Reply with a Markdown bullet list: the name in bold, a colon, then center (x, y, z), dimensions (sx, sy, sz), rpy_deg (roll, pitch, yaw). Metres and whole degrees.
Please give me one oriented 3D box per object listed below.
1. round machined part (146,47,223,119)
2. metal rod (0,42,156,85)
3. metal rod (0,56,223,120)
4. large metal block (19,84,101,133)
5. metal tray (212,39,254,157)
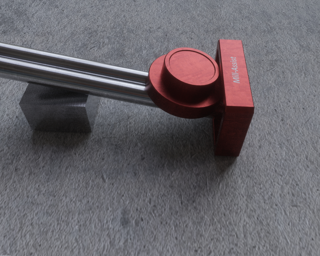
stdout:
- **round machined part**: center (0.035, -0.062, 0.383), dimensions (0.099, 0.042, 0.098), rpy_deg (7, 52, -9)
- **metal rod**: center (-0.064, -0.070, 0.404), dimensions (0.302, 0.025, 0.025), rpy_deg (10, 50, -9)
- **metal rod**: center (-0.066, -0.050, 0.387), dimensions (0.302, 0.025, 0.025), rpy_deg (10, 50, -8)
- **large metal block**: center (-0.128, -0.042, 0.417), dimensions (0.080, 0.050, 0.080), rpy_deg (3, 50, 2)
- **metal tray**: center (0.087, -0.040, 0.396), dimensions (0.030, 0.089, 0.130), rpy_deg (3, 50, 2)
